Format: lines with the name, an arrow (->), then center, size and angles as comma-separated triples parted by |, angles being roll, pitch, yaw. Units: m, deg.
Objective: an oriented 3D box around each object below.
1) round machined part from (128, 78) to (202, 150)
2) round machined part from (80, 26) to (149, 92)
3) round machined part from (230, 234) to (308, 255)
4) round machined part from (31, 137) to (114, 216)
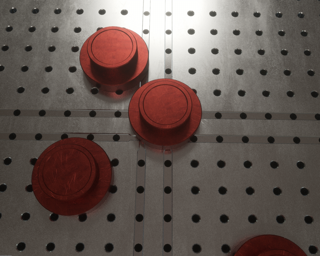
round machined part -> 0.007, -0.023, 0.411 | 0.099, 0.042, 0.098 | 0, 70, -1
round machined part -> -0.065, -0.104, 0.440 | 0.099, 0.042, 0.098 | 0, 70, -1
round machined part -> 0.126, 0.169, 0.342 | 0.099, 0.042, 0.098 | 0, 70, -1
round machined part -> -0.109, 0.057, 0.381 | 0.099, 0.042, 0.098 | 0, 70, -1
